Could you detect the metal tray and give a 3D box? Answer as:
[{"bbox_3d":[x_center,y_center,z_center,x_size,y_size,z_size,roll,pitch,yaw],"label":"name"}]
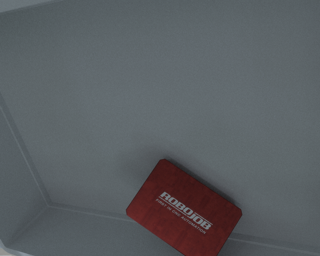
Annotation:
[{"bbox_3d":[0.032,0.113,0.421,0.130,0.090,0.030,33,173,6],"label":"metal tray"}]
